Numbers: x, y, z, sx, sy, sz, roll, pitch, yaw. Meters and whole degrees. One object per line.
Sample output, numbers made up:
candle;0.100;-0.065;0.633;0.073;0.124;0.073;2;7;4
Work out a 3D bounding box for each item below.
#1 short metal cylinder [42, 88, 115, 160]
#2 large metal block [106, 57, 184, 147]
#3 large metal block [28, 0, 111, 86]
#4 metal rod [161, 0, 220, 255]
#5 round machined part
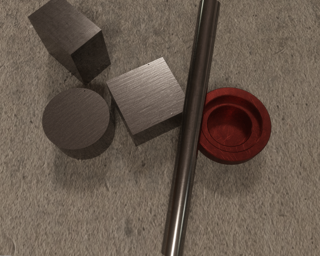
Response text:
short metal cylinder;-0.101;-0.004;0.395;0.081;0.050;0.080;0;70;0
large metal block;-0.014;-0.034;0.407;0.080;0.050;0.080;-25;72;-9
large metal block;-0.118;-0.116;0.420;0.080;0.080;0.050;41;75;13
metal rod;0.037;-0.002;0.364;0.025;0.025;0.298;9;87;3
round machined part;0.088;0.000;0.400;0.099;0.042;0.098;0;70;-1
